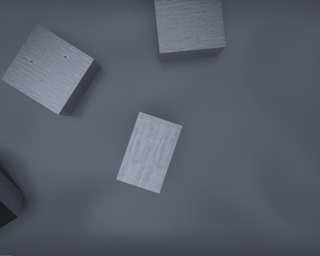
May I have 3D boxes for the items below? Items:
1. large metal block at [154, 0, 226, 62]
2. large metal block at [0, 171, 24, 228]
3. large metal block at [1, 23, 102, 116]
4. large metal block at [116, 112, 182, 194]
[{"bbox_3d":[0.036,-0.134,0.399,0.081,0.050,0.079,-6,90,-1],"label":"large metal block"},{"bbox_3d":[-0.232,0.091,0.381,0.080,0.050,0.080,-33,116,-1],"label":"large metal block"},{"bbox_3d":[-0.135,-0.071,0.397,0.080,0.050,0.080,32,90,-1],"label":"large metal block"},{"bbox_3d":[-0.012,0.027,0.384,0.050,0.080,0.080,19,90,0],"label":"large metal block"}]
